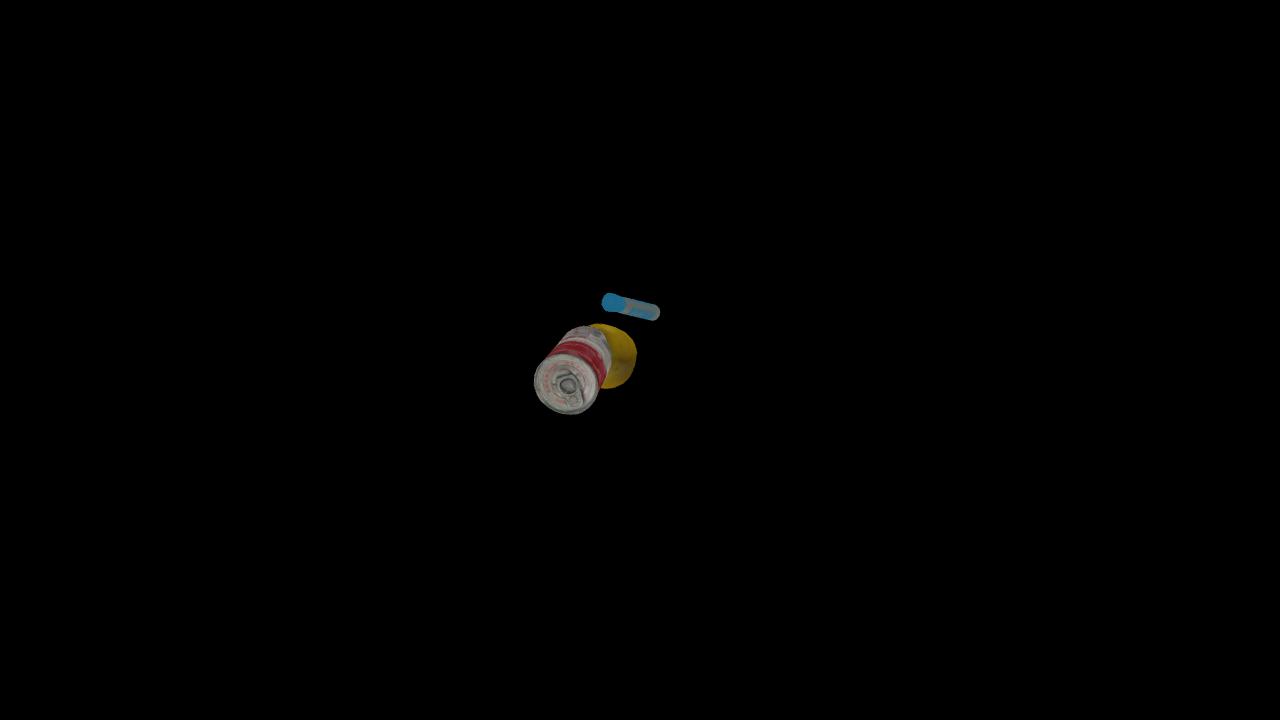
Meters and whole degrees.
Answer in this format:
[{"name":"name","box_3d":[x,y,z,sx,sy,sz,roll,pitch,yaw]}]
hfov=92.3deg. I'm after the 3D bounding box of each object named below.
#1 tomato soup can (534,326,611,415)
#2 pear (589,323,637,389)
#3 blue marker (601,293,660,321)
[{"name":"tomato soup can","box_3d":[-0.068,0.008,0.667,0.068,0.068,0.101,0,20,8]},{"name":"pear","box_3d":[-0.034,0.001,0.743,0.080,0.080,0.111,0,-14,25]},{"name":"blue marker","box_3d":[-0.008,-0.056,0.652,0.020,0.020,0.121,0,-1,23]}]
